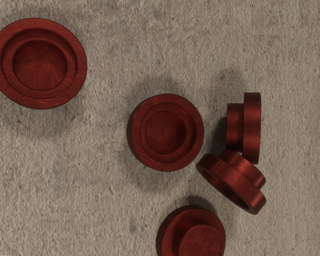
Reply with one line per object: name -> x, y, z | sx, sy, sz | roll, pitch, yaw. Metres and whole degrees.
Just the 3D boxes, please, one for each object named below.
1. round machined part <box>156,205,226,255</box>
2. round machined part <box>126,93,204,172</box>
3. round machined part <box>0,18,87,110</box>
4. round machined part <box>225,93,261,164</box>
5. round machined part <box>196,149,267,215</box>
round machined part -> 0.048, 0.158, 0.419 | 0.099, 0.042, 0.097 | 0, 90, -21
round machined part -> 0.004, 0.006, 0.403 | 0.099, 0.042, 0.097 | 0, 90, -21
round machined part -> -0.135, -0.069, 0.350 | 0.099, 0.042, 0.097 | 0, 90, -21
round machined part -> 0.113, 0.000, 0.424 | 0.042, 0.098, 0.097 | 2, 89, 15
round machined part -> 0.098, 0.065, 0.407 | 0.098, 0.098, 0.042 | 44, 80, -15
